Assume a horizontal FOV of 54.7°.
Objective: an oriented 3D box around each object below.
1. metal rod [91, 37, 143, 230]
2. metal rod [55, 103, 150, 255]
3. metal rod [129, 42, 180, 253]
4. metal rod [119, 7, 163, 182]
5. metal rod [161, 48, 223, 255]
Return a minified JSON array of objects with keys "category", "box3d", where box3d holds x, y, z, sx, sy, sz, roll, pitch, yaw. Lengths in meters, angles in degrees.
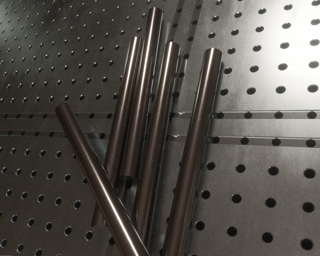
[{"category":"metal rod","box3d":[-0.054,-0.011,0.441,0.025,0.025,0.299,-7,58,24]},{"category":"metal rod","box3d":[-0.073,0.065,0.371,0.025,0.025,0.300,-39,51,1]},{"category":"metal rod","box3d":[-0.004,0.009,0.403,0.025,0.025,0.299,-5,59,25]},{"category":"metal rod","box3d":[-0.023,-0.067,0.459,0.025,0.025,0.299,-7,58,24]},{"category":"metal rod","box3d":[0.041,0.029,0.368,0.025,0.025,0.300,0,62,28]}]
